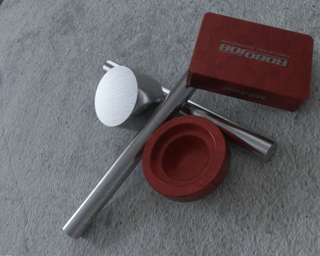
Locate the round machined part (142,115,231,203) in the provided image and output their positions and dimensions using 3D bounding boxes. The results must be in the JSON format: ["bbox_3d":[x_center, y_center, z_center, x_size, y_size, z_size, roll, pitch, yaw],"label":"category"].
[{"bbox_3d":[0.033,0.037,0.354,0.098,0.042,0.098,-13,56,21],"label":"round machined part"}]

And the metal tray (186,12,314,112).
[{"bbox_3d":[0.104,-0.078,0.359,0.131,0.030,0.090,15,66,4],"label":"metal tray"}]

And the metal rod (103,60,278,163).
[{"bbox_3d":[0.017,-0.037,0.420,0.300,0.025,0.025,32,80,38],"label":"metal rod"}]

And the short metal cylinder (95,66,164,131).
[{"bbox_3d":[-0.042,-0.038,0.418,0.080,0.050,0.080,-8,77,39],"label":"short metal cylinder"}]

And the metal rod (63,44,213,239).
[{"bbox_3d":[-0.017,0.012,0.385,0.300,0.025,0.025,-52,52,0],"label":"metal rod"}]
